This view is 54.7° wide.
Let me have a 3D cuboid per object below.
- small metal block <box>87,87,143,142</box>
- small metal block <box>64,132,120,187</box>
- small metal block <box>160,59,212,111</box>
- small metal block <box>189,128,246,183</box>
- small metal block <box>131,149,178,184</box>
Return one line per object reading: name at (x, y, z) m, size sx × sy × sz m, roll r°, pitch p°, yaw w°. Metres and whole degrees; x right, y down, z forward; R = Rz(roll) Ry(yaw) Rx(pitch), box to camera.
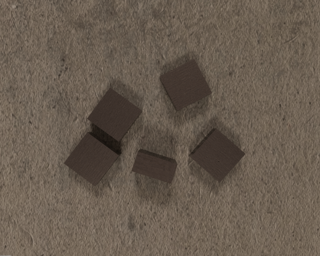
small metal block at (-0.059, -0.017, 0.409) m, size 0.050 × 0.025 × 0.050 m, roll 36°, pitch 90°, yaw -1°
small metal block at (-0.088, 0.040, 0.409) m, size 0.050 × 0.025 × 0.050 m, roll 37°, pitch 90°, yaw -1°
small metal block at (0.033, -0.056, 0.410) m, size 0.050 × 0.025 × 0.050 m, roll -27°, pitch 90°, yaw -1°
small metal block at (0.075, 0.035, 0.411) m, size 0.050 × 0.025 × 0.050 m, roll 42°, pitch 90°, yaw -1°
small metal block at (-0.007, 0.048, 0.397) m, size 0.050 × 0.050 × 0.025 m, roll 18°, pitch 90°, yaw -1°
